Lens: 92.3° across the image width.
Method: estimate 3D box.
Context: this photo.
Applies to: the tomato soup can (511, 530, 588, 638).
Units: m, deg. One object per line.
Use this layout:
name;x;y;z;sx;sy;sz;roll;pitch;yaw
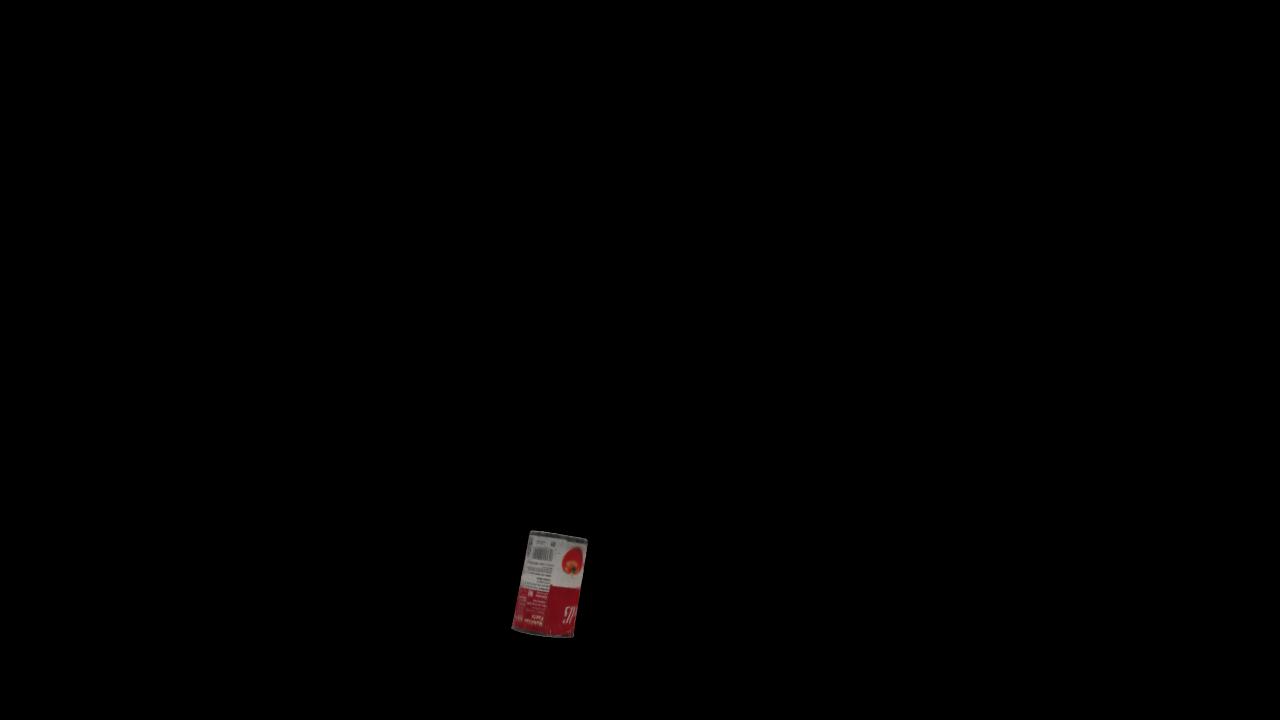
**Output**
tomato soup can;-0.097;0.241;0.666;0.068;0.101;0.068;7;-19;2
